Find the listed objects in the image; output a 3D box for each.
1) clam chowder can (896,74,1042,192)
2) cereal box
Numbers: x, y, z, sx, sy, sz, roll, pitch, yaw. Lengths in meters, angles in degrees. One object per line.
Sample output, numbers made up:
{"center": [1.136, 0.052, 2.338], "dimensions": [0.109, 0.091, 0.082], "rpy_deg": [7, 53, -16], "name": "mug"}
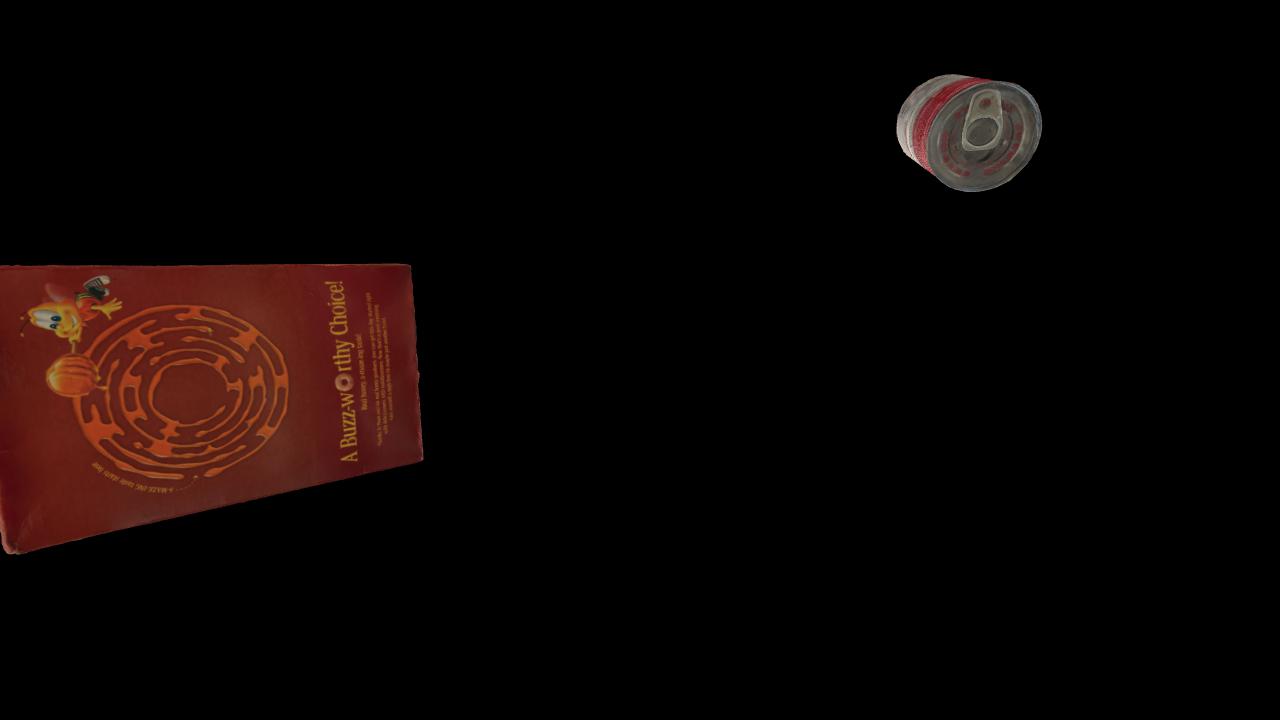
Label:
{"center": [0.225, -0.163, 0.433], "dimensions": [0.068, 0.068, 0.102], "rpy_deg": [0, 27, 9], "name": "clam chowder can"}
{"center": [-0.353, 0.018, 0.534], "dimensions": [0.306, 0.203, 0.081], "rpy_deg": [-9, 12, -41], "name": "cereal box"}
